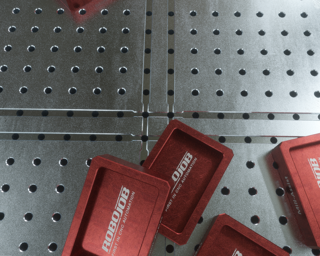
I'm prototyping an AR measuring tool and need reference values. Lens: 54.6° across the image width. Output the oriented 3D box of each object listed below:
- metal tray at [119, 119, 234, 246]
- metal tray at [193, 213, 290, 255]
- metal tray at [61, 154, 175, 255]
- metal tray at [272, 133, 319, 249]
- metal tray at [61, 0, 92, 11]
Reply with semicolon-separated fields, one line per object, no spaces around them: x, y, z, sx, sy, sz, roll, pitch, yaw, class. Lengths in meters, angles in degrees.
0.022;0.065;0.385;0.090;0.030;0.130;30;73;10;metal tray
0.074;0.175;0.345;0.090;0.030;0.130;31;73;10;metal tray
-0.047;0.104;0.343;0.090;0.030;0.129;19;93;11;metal tray
0.207;0.072;0.383;0.091;0.030;0.130;-12;70;-5;metal tray
-0.118;-0.259;0.503;0.130;0.030;0.090;-38;75;-13;metal tray
